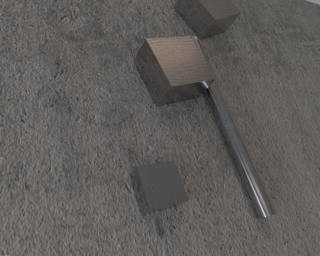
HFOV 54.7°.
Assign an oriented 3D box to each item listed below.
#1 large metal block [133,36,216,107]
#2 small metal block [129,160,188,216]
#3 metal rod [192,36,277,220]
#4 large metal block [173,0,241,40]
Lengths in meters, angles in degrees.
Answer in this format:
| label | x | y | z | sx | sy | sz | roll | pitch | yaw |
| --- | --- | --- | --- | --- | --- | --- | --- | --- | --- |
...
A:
| label | x | y | z | sx | sy | sz | roll | pitch | yaw |
| --- | --- | --- | --- | --- | --- | --- | --- | --- | --- |
| large metal block | 0.020 | -0.084 | 0.449 | 0.081 | 0.050 | 0.080 | -15 | 70 | -34 |
| small metal block | -0.002 | 0.069 | 0.361 | 0.050 | 0.025 | 0.050 | -6 | 65 | -31 |
| metal rod | 0.097 | -0.014 | 0.464 | 0.025 | 0.025 | 0.299 | -5 | 64 | -31 |
| large metal block | 0.086 | -0.215 | 0.565 | 0.081 | 0.050 | 0.080 | -29 | 78 | -37 |
